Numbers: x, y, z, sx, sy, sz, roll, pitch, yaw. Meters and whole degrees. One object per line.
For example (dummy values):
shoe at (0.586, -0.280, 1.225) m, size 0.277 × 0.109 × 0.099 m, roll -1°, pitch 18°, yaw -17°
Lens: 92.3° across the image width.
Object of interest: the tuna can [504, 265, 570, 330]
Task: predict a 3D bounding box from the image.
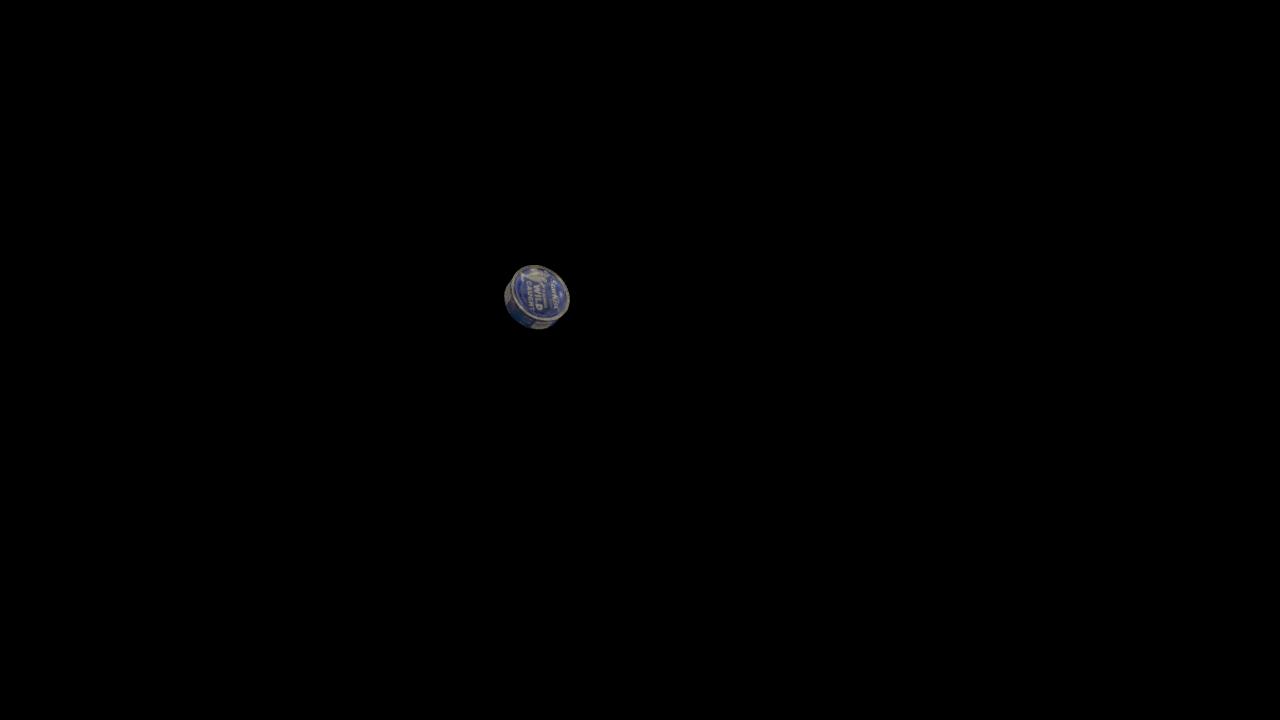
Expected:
tuna can at (-0.139, -0.084, 0.832) m, size 0.084 × 0.084 × 0.034 m, roll 0°, pitch -23°, yaw -33°
